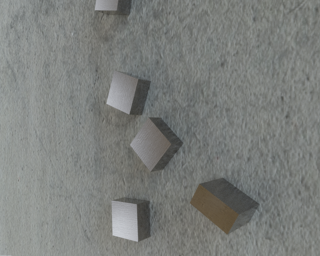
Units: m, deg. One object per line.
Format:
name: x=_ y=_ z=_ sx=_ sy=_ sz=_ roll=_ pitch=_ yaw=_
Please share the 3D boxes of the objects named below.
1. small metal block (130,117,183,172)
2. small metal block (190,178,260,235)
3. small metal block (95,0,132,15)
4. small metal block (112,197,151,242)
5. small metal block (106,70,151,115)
small metal block: x=-0.005 y=0.021 z=0.408 sx=0.050 sy=0.025 sz=0.050 roll=50 pitch=119 yaw=28
small metal block: x=0.069 y=0.081 z=0.330 sx=0.050 sy=0.050 sz=0.025 roll=35 pitch=112 yaw=34
small metal block: x=-0.067 y=-0.196 z=0.458 sx=0.050 sy=0.025 sz=0.050 roll=18 pitch=101 yaw=38
small metal block: x=-0.041 y=0.127 z=0.437 sx=0.050 sy=0.025 sz=0.050 roll=-3 pitch=88 yaw=39
small metal block: x=-0.045 y=-0.050 z=0.440 sx=0.050 sy=0.025 sz=0.050 roll=25 pitch=106 yaw=37
